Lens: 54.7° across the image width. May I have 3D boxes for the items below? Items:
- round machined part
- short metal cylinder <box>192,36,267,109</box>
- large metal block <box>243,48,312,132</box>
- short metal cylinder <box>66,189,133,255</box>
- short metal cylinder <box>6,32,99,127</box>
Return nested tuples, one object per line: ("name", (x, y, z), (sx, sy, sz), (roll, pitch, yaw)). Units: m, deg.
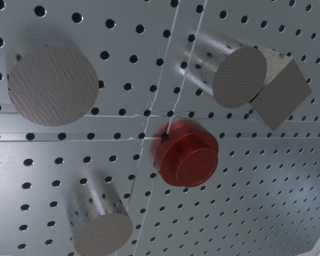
("round machined part", (0.046, 0.048, 0.455), (0.099, 0.042, 0.097), (-14, 124, -21))
("short metal cylinder", (0.088, -0.072, 0.399), (0.081, 0.050, 0.079), (-14, 124, -21))
("large metal block", (0.160, -0.054, 0.449), (0.080, 0.050, 0.080), (-48, 129, 5))
("short metal cylinder", (-0.084, 0.132, 0.431), (0.081, 0.050, 0.079), (-14, 124, -21))
("short metal cylinder", (-0.107, -0.048, 0.307), (0.081, 0.050, 0.079), (-14, 124, -21))
